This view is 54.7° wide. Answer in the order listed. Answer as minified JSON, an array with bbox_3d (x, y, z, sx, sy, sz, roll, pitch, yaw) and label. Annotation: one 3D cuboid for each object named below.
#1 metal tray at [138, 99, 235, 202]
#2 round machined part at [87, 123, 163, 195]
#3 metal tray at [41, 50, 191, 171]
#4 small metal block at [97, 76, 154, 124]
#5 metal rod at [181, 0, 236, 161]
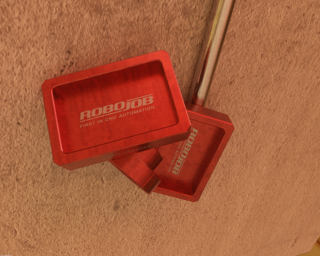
[{"bbox_3d":[0.030,0.032,0.415,0.091,0.030,0.129,17,115,-9],"label":"metal tray"},{"bbox_3d":[-0.035,0.030,0.362,0.042,0.098,0.098,-49,131,-12],"label":"round machined part"},{"bbox_3d":[-0.044,-0.018,0.310,0.131,0.090,0.030,-15,163,-2],"label":"metal tray"},{"bbox_3d":[-0.038,-0.033,0.367,0.050,0.025,0.050,24,105,-37],"label":"small metal block"},{"bbox_3d":[0.062,-0.090,0.386,0.025,0.025,0.298,-2,119,-28],"label":"metal rod"}]
